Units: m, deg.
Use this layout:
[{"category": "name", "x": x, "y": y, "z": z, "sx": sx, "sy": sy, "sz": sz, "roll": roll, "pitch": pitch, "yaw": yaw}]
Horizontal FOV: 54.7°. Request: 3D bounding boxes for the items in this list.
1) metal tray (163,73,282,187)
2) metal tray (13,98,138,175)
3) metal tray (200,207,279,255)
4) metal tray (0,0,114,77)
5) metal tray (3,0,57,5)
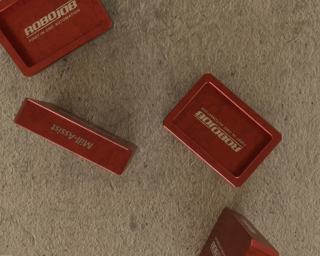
[{"category": "metal tray", "x": 0.080, "y": 0.002, "z": 0.407, "sx": 0.130, "sy": 0.030, "sz": 0.090, "roll": 41, "pitch": 90, "yaw": 0}, {"category": "metal tray", "x": -0.094, "y": 0.009, "z": 0.376, "sx": 0.130, "sy": 0.090, "sz": 0.030, "roll": 27, "pitch": 90, "yaw": 0}, {"category": "metal tray", "x": 0.081, "y": 0.153, "z": 0.358, "sx": 0.030, "sy": 0.130, "sz": 0.090, "roll": 28, "pitch": 90, "yaw": 0}, {"category": "metal tray", "x": -0.136, "y": -0.134, "z": 0.386, "sx": 0.130, "sy": 0.030, "sz": 0.090, "roll": -29, "pitch": 106, "yaw": 7}, {"category": "metal tray", "x": -0.149, "y": -0.217, "z": 0.405, "sx": 0.131, "sy": 0.030, "sz": 0.089, "roll": -6, "pitch": 90, "yaw": 0}]
